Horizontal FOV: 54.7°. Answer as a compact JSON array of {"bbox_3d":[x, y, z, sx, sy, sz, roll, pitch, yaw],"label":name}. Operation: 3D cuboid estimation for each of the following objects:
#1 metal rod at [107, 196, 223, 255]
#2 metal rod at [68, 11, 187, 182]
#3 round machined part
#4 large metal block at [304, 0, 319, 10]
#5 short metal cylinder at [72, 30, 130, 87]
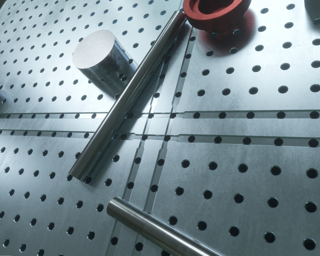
[{"bbox_3d":[0.060,0.136,0.293,0.300,0.025,0.025,19,72,35],"label":"metal rod"},{"bbox_3d":[-0.041,-0.056,0.464,0.025,0.025,0.300,20,72,35],"label":"metal rod"},{"bbox_3d":[0.087,-0.182,0.463,0.098,0.042,0.098,-13,56,21],"label":"round machined part"},{"bbox_3d":[0.239,-0.188,0.382,0.080,0.050,0.080,-47,51,-5],"label":"large metal block"},{"bbox_3d":[-0.097,-0.115,0.514,0.080,0.050,0.080,-13,56,21],"label":"short metal cylinder"}]
